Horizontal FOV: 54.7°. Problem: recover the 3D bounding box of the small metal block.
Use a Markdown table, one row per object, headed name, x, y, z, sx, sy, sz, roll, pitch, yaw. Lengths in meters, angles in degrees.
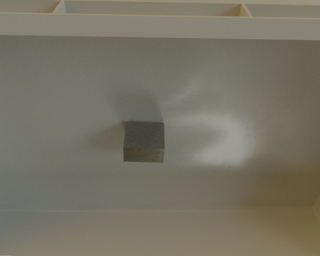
| name | x | y | z | sx | sy | sz | roll | pitch | yaw |
| --- | --- | --- | --- | --- | --- | --- | --- | --- | --- |
| small metal block | -0.020 | 0.018 | 0.403 | 0.050 | 0.050 | 0.025 | 2 | 130 | -3 |
